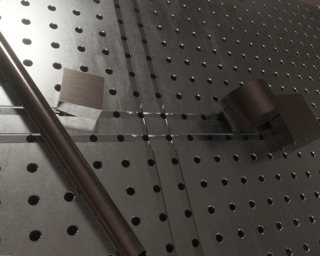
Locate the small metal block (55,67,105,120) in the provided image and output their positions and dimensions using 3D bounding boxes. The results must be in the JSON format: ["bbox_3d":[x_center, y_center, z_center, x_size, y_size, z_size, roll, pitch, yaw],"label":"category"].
[{"bbox_3d":[-0.098,-0.042,0.382,0.050,0.025,0.050,11,57,-22],"label":"small metal block"}]

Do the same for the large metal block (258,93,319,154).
[{"bbox_3d":[0.210,-0.008,0.513,0.081,0.050,0.080,-7,65,-32],"label":"large metal block"}]

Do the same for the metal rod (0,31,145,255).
[{"bbox_3d":[-0.113,0.012,0.341,0.025,0.025,0.299,-28,78,-38],"label":"metal rod"}]

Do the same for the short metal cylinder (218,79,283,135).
[{"bbox_3d":[0.135,-0.030,0.466,0.081,0.080,0.050,-14,69,-34],"label":"short metal cylinder"}]
